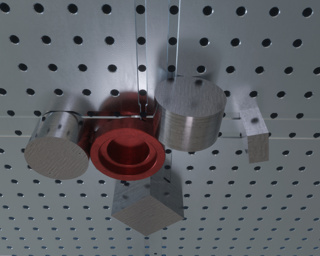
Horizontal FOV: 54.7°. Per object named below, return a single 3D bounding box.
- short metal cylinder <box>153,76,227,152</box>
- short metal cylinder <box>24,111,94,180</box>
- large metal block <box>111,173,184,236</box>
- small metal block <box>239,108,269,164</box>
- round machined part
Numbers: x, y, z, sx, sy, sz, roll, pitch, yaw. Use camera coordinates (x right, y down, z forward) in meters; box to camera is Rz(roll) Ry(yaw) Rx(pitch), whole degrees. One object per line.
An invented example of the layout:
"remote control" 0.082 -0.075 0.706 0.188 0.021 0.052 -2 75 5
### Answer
"short metal cylinder" 0.033 -0.018 0.360 0.081 0.080 0.050 3 130 -3
"short metal cylinder" -0.132 0.024 0.414 0.081 0.050 0.079 0 131 0
"large metal block" -0.019 0.122 0.499 0.080 0.050 0.080 -33 123 25
"small metal block" 0.123 0.010 0.405 0.025 0.050 0.050 -10 130 8
"round machined part" -0.042 0.024 0.420 0.099 0.042 0.097 -1 130 -1
